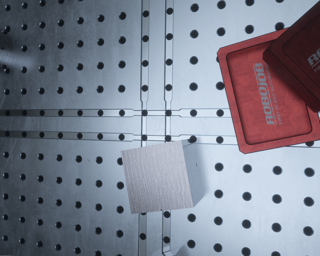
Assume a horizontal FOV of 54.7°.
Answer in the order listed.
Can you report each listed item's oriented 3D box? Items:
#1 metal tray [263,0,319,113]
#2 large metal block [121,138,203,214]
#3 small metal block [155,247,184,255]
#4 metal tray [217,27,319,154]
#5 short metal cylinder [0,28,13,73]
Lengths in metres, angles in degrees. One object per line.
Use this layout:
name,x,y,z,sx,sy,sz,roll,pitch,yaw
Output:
metal tray,0.187,-0.090,0.321,0.130,0.030,0.090,-42,85,0
large metal block,0.003,0.060,0.397,0.080,0.050,0.080,-11,86,19
small metal block,0.012,0.193,0.408,0.050,0.025,0.050,-25,82,18
metal tray,0.127,-0.041,0.365,0.090,0.030,0.129,-13,86,19
short metal cylinder,-0.288,-0.130,0.499,0.080,0.050,0.079,0,90,19
